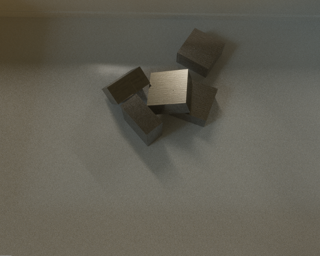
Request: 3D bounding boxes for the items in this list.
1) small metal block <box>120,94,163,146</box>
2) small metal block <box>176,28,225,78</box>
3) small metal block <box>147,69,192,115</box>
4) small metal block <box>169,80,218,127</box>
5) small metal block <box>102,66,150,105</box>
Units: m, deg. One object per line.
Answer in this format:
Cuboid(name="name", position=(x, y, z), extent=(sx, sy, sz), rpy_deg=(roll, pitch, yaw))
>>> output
Cuboid(name="small metal block", position=(-0.023, -0.009, 0.399), extent=(0.025, 0.050, 0.050), rpy_deg=(-39, 75, -13))
Cuboid(name="small metal block", position=(0.059, -0.109, 0.450), extent=(0.050, 0.025, 0.050), rpy_deg=(31, 73, 10))
Cuboid(name="small metal block", position=(0.013, -0.046, 0.402), extent=(0.050, 0.025, 0.050), rpy_deg=(-3, 64, 17))
Cuboid(name="small metal block", position=(0.046, -0.035, 0.423), extent=(0.050, 0.025, 0.050), rpy_deg=(20, 71, 7))
Cuboid(name="small metal block", position=(-0.047, -0.056, 0.413), extent=(0.050, 0.050, 0.025), rpy_deg=(-36, 105, -12))
